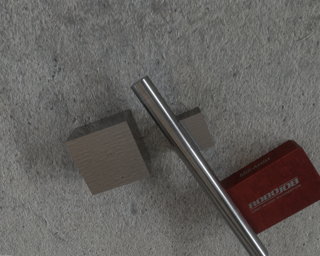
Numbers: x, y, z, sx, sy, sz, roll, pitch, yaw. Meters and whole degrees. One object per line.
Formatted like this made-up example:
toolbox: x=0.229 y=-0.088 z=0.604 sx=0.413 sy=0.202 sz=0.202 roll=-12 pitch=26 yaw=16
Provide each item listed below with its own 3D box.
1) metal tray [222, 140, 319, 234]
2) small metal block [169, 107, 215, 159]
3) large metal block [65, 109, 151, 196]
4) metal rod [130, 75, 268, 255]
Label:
metal tray: x=0.158 y=0.088 z=0.442 sx=0.130 sy=0.030 sz=0.090 roll=-34 pitch=107 yaw=11
small metal block: x=0.039 y=0.006 z=0.413 sx=0.050 sy=0.025 sz=0.050 roll=-22 pitch=109 yaw=7
large metal block: x=-0.064 y=0.031 z=0.407 sx=0.080 sy=0.050 sz=0.080 roll=-19 pitch=109 yaw=6
metal rod: x=0.059 y=0.063 z=0.403 sx=0.025 sy=0.025 sz=0.299 roll=-32 pitch=105 yaw=11
